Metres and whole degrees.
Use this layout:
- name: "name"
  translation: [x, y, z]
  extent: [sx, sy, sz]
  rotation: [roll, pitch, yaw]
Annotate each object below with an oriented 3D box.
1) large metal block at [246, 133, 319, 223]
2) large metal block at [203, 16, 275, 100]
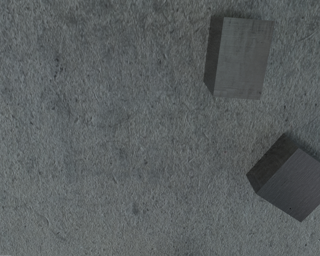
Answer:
- name: "large metal block"
  translation: [0.181, 0.067, 0.423]
  extent: [0.080, 0.050, 0.080]
  rotation: [33, 107, -12]
- name: "large metal block"
  translation: [0.084, -0.082, 0.351]
  extent: [0.050, 0.080, 0.079]
  rotation: [4, 110, -2]
